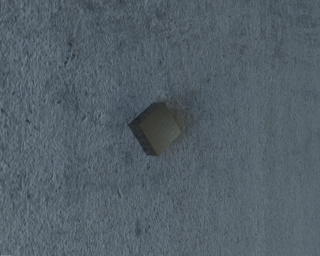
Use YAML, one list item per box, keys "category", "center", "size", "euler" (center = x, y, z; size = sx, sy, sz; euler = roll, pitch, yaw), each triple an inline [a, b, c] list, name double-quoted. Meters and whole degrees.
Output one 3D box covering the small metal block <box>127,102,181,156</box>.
- category: "small metal block"
  center: [-0.006, 0.001, 0.403]
  size: [0.050, 0.025, 0.050]
  euler: [-44, 117, -31]
